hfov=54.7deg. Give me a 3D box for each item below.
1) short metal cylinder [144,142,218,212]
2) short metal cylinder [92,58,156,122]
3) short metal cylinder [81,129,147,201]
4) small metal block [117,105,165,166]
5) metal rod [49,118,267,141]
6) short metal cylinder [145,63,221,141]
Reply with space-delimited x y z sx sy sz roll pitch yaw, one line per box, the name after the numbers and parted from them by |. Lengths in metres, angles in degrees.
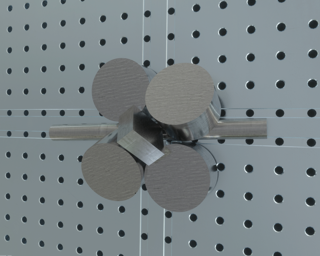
0.027 0.058 0.385 0.080 0.050 0.079 0 90 20 | short metal cylinder
-0.042 -0.048 0.410 0.080 0.050 0.079 0 90 20 | short metal cylinder
-0.053 0.046 0.401 0.080 0.050 0.079 6 112 16 | short metal cylinder
-0.022 0.008 0.365 0.025 0.050 0.050 -38 120 22 | small metal block
-0.016 0.004 0.414 0.301 0.025 0.025 -1 90 19 | metal rod
0.029 -0.030 0.371 0.080 0.050 0.080 -8 64 17 | short metal cylinder
